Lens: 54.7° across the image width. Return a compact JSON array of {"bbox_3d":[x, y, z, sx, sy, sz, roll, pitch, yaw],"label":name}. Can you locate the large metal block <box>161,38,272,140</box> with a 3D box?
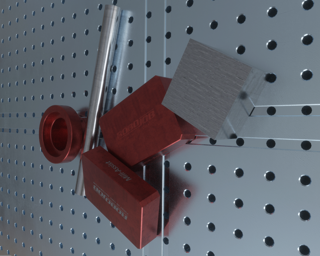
[{"bbox_3d":[0.060,-0.042,0.342,0.080,0.050,0.079,37,112,33],"label":"large metal block"}]

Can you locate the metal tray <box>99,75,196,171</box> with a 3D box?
[{"bbox_3d":[-0.023,-0.001,0.423,0.130,0.030,0.090,-32,70,35],"label":"metal tray"}]

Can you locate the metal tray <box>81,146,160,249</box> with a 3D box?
[{"bbox_3d":[-0.058,0.093,0.430,0.130,0.030,0.089,32,132,35],"label":"metal tray"}]

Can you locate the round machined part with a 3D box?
[{"bbox_3d":[-0.161,0.011,0.528,0.098,0.042,0.097,0,90,39],"label":"round machined part"}]

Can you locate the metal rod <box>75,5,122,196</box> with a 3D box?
[{"bbox_3d":[-0.099,-0.037,0.488,0.025,0.025,0.298,19,102,38],"label":"metal rod"}]
